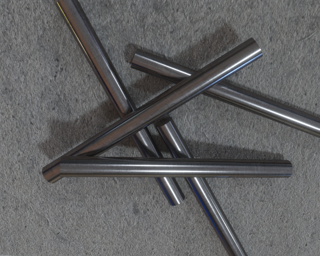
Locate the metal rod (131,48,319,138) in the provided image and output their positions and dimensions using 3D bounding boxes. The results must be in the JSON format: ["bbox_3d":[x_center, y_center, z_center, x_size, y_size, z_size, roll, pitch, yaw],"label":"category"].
[{"bbox_3d":[0.109,-0.036,0.397,0.302,0.025,0.025,19,109,-7],"label":"metal rod"}]

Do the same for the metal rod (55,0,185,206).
[{"bbox_3d":[-0.042,-0.022,0.401,0.025,0.025,0.299,-25,108,9],"label":"metal rod"}]

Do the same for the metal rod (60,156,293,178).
[{"bbox_3d":[0.030,0.051,0.399,0.302,0.025,0.025,2,111,-13],"label":"metal rod"}]

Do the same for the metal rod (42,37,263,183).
[{"bbox_3d":[-0.018,-0.015,0.376,0.300,0.025,0.025,-31,107,10],"label":"metal rod"}]

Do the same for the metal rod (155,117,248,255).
[{"bbox_3d":[0.075,0.116,0.452,0.025,0.025,0.299,-27,108,9],"label":"metal rod"}]
